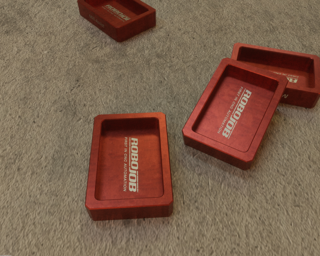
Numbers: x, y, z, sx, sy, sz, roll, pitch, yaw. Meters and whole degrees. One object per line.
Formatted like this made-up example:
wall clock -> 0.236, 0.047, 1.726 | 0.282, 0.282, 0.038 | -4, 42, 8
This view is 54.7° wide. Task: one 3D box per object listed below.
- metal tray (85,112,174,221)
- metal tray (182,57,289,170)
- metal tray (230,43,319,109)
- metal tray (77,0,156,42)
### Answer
metal tray -> -0.034, 0.040, 0.365 | 0.091, 0.030, 0.130 | -2, 50, -2
metal tray -> 0.097, -0.022, 0.397 | 0.090, 0.030, 0.130 | 24, 69, 18
metal tray -> 0.170, -0.082, 0.469 | 0.131, 0.030, 0.090 | 12, 51, 10
metal tray -> -0.081, -0.217, 0.581 | 0.091, 0.030, 0.130 | -34, 58, -26
